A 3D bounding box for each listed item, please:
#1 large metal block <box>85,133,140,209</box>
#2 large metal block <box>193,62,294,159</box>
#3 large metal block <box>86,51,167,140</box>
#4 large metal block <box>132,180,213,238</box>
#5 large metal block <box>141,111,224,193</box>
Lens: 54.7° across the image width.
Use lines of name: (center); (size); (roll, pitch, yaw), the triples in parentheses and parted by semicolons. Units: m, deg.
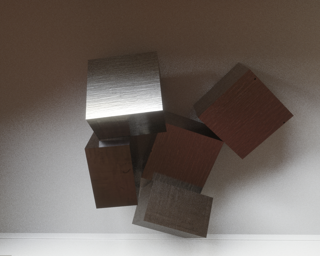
large metal block: (-0.056, 0.044, 0.396); (0.050, 0.080, 0.079); (-5, 110, 1)
large metal block: (0.101, -0.022, 0.390); (0.080, 0.050, 0.080); (42, 104, -14)
large metal block: (-0.038, -0.037, 0.360); (0.080, 0.080, 0.050); (-7, 152, 3)
large metal block: (0.014, 0.112, 0.415); (0.080, 0.080, 0.050); (18, 67, -9)
large metal block: (0.027, 0.031, 0.409); (0.080, 0.050, 0.079); (18, 109, -7)
